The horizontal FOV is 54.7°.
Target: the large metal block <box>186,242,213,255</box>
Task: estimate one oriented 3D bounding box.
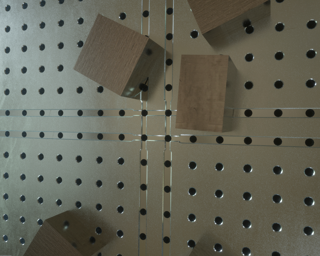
[{"bbox_3d":[0.048,0.206,0.382,0.080,0.050,0.080,39,102,15],"label":"large metal block"}]

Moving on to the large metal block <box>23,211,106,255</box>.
[{"bbox_3d":[-0.140,0.182,0.447,0.080,0.050,0.080,36,101,16],"label":"large metal block"}]

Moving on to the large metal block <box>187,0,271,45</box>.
[{"bbox_3d":[0.077,-0.159,0.372,0.080,0.050,0.080,-24,82,18],"label":"large metal block"}]

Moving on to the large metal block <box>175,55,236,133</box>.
[{"bbox_3d":[0.057,-0.037,0.363,0.050,0.080,0.079,5,92,19],"label":"large metal block"}]

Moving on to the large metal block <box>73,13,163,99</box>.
[{"bbox_3d":[-0.056,-0.094,0.418,0.080,0.050,0.080,30,100,17],"label":"large metal block"}]
